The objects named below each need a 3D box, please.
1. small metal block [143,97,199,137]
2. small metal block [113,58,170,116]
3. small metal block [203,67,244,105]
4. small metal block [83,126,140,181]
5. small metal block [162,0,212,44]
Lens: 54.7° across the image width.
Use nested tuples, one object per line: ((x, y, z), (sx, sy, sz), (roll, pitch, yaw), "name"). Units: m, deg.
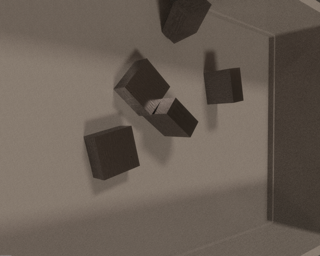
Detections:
((0.013, -0.013, 0.403), (0.050, 0.050, 0.025), (43, 64, -32), "small metal block")
((-0.022, -0.051, 0.390), (0.050, 0.025, 0.050), (47, 62, -30), "small metal block")
((0.097, -0.063, 0.474), (0.025, 0.050, 0.050), (-14, 99, -40), "small metal block")
((-0.055, 0.027, 0.362), (0.050, 0.025, 0.050), (-19, 102, -39), "small metal block")
((0.036, -0.148, 0.419), (0.050, 0.050, 0.025), (-35, 76, -35), "small metal block")
